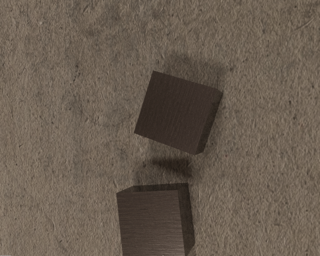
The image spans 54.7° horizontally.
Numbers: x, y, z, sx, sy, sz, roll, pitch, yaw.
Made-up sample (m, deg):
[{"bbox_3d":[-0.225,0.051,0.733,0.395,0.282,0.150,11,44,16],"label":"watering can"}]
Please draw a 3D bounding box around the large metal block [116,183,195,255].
[{"bbox_3d":[-0.004,0.116,0.396,0.080,0.050,0.080,-7,88,19],"label":"large metal block"}]

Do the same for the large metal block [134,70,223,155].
[{"bbox_3d":[0.024,-0.019,0.387,0.080,0.050,0.080,19,96,18],"label":"large metal block"}]
